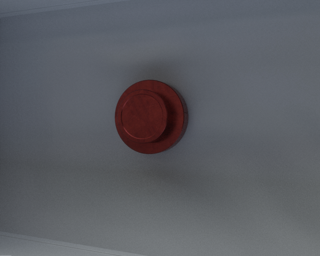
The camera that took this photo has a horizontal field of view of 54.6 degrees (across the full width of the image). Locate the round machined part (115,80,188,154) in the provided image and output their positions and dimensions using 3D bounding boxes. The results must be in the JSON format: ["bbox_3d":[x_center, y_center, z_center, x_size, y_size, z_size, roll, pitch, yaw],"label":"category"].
[{"bbox_3d":[-0.016,-0.015,0.404,0.098,0.042,0.097,0,90,20],"label":"round machined part"}]
